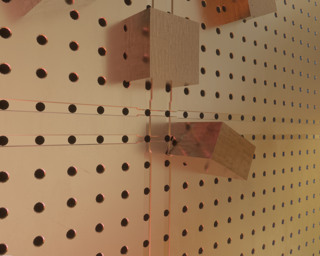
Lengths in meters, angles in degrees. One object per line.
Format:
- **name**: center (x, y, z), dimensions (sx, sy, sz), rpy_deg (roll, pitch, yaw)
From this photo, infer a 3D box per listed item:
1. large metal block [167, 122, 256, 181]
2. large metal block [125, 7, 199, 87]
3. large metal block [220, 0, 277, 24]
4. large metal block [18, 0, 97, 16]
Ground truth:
- **large metal block**: center (0.072, 0.031, 0.432), dimensions (0.080, 0.080, 0.050), rpy_deg (32, 70, -36)
- **large metal block**: center (0.004, -0.097, 0.395), dimensions (0.081, 0.050, 0.080), rpy_deg (0, 90, -40)
- **large metal block**: center (0.143, -0.222, 0.510), dimensions (0.081, 0.050, 0.080), rpy_deg (-24, 105, -37)
- **large metal block**: center (-0.103, -0.165, 0.305), dimensions (0.081, 0.050, 0.080), rpy_deg (-29, 108, -36)
